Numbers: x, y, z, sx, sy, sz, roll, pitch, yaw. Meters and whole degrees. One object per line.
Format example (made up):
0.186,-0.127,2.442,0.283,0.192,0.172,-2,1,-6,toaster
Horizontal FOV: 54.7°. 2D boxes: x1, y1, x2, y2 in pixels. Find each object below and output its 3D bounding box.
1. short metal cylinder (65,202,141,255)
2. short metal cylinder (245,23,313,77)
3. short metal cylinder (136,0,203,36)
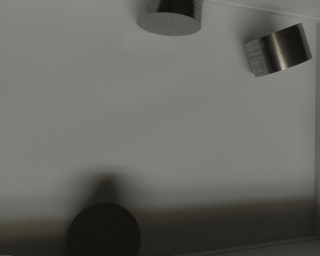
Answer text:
-0.067,0.131,0.358,0.081,0.050,0.080,8,64,-16,short metal cylinder
0.168,-0.110,0.443,0.081,0.080,0.050,-23,98,-19,short metal cylinder
0.013,-0.152,0.386,0.081,0.080,0.050,5,89,-20,short metal cylinder
